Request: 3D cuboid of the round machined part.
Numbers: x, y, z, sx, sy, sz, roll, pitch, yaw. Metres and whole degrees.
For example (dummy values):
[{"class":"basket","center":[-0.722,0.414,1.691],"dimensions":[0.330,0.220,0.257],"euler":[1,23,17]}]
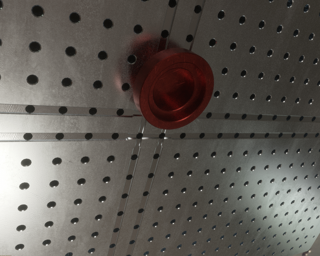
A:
[{"class":"round machined part","center":[0.013,-0.050,0.378],"dimensions":[0.099,0.042,0.097],"euler":[-14,125,-21]}]
